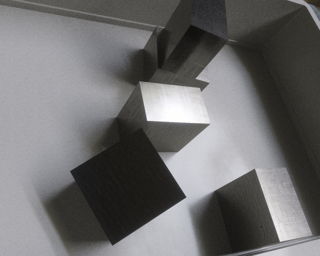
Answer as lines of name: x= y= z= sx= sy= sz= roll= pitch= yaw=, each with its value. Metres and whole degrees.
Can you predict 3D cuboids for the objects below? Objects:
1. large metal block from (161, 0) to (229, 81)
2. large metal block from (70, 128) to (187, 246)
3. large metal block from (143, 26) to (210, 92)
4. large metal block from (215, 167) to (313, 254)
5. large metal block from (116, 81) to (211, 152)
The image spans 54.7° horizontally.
large metal block: x=0.043 y=-0.124 z=0.407 sx=0.050 sy=0.080 sz=0.080 roll=17 pitch=55 yaw=-19
large metal block: x=-0.030 y=0.059 z=0.317 sx=0.080 sy=0.050 sz=0.080 roll=-32 pitch=78 yaw=-7
large metal block: x=0.022 y=-0.094 z=0.460 sx=0.081 sy=0.050 sz=0.080 roll=12 pitch=57 yaw=-22
large metal block: x=0.121 y=0.101 z=0.376 sx=0.050 sy=0.080 sz=0.080 roll=2 pitch=61 yaw=-28
large metal block: x=0.001 y=-0.009 z=0.378 sx=0.081 sy=0.080 sz=0.050 roll=2 pitch=61 yaw=-28
